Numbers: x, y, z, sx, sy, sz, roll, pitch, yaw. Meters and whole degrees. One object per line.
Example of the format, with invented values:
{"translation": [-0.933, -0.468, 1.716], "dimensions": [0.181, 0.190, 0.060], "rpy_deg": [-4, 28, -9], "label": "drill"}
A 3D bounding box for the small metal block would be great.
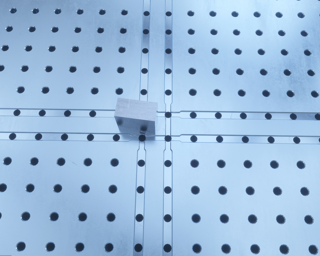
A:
{"translation": [-0.029, -0.015, 0.403], "dimensions": [0.050, 0.050, 0.025], "rpy_deg": [7, 70, 2], "label": "small metal block"}
